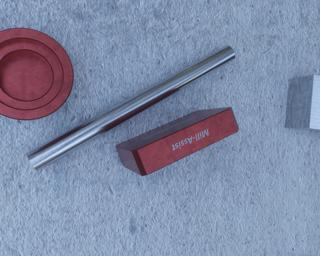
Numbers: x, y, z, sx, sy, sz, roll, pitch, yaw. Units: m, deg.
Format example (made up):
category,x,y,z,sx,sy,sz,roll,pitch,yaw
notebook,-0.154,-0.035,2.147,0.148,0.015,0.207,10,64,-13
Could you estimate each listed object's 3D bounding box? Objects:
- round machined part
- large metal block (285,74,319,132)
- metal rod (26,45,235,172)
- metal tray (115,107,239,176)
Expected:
category,x,y,z,sx,sy,sz,roll,pitch,yaw
round machined part,-0.149,-0.057,0.345,0.099,0.042,0.097,0,90,-21
large metal block,0.251,-0.035,0.491,0.081,0.050,0.080,6,88,-20
metal rod,-0.024,-0.034,0.401,0.302,0.025,0.025,-31,101,-18
metal tray,0.018,0.013,0.382,0.131,0.090,0.030,-23,98,-19
